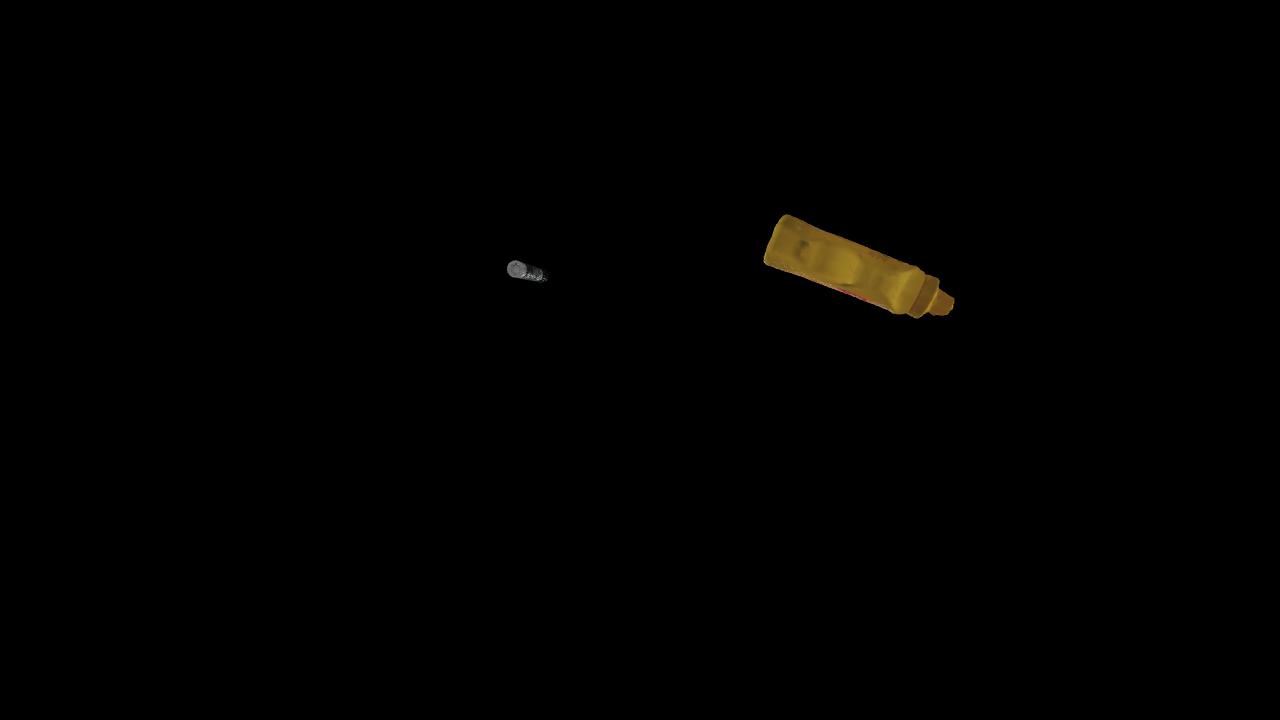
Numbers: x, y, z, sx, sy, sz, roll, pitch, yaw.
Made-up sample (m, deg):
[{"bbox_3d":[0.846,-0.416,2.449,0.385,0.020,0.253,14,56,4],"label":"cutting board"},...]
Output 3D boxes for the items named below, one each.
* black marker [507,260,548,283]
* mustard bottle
[{"bbox_3d":[-0.130,-0.104,0.728,0.020,0.020,0.121,0,4,5],"label":"black marker"},{"bbox_3d":[0.217,-0.087,0.605,0.184,0.054,0.092,24,9,10],"label":"mustard bottle"}]
